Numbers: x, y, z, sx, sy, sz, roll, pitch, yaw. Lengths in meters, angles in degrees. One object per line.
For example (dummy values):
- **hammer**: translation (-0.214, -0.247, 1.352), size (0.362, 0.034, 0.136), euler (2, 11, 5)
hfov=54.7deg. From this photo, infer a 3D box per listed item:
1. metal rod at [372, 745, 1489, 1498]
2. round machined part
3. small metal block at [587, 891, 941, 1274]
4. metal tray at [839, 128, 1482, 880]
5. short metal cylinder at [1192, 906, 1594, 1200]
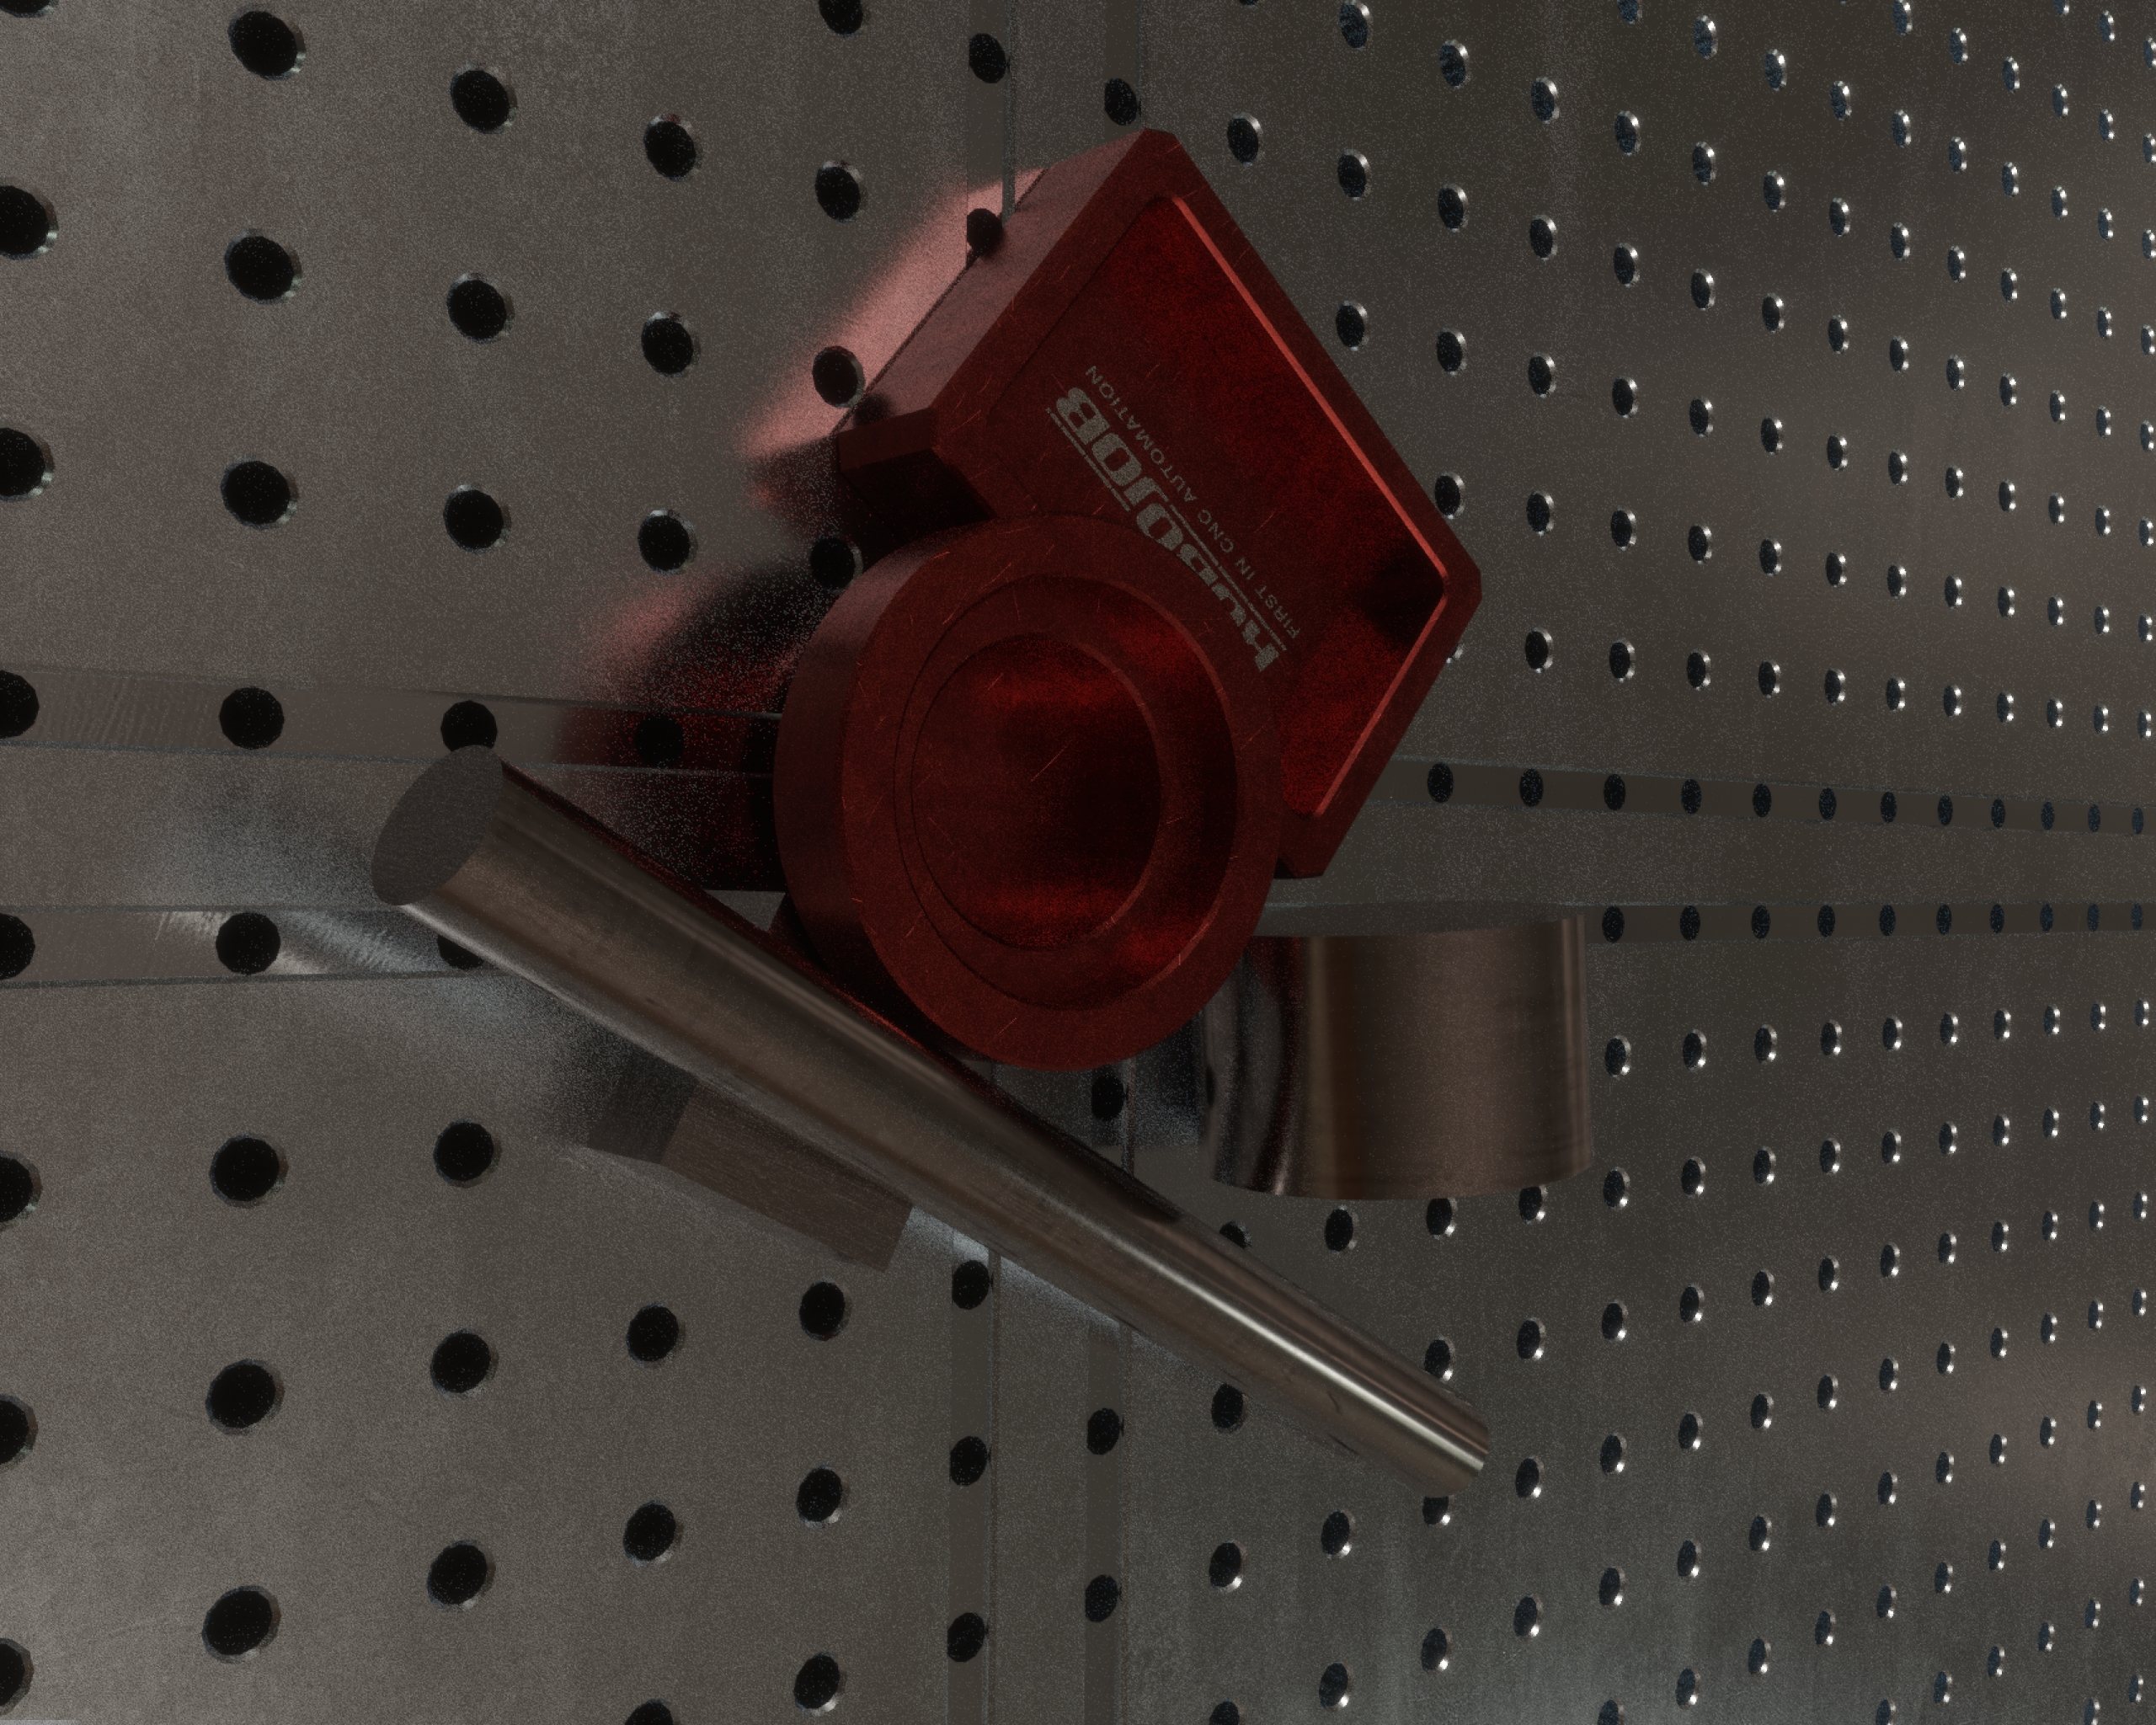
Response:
- **metal rod**: translation (-0.001, 0.065, 0.384), size (0.301, 0.025, 0.025), euler (39, 66, -43)
- **round machined part**: translation (-0.013, -0.012, 0.379), size (0.099, 0.042, 0.097), euler (0, 90, -38)
- **small metal block**: translation (-0.050, 0.039, 0.369), size (0.050, 0.025, 0.050), euler (35, 68, -35)
- **metal tray**: translation (0.023, -0.069, 0.426), size (0.130, 0.030, 0.090), euler (47, 61, -30)
- **short metal cylinder**: translation (0.064, 0.036, 0.428), size (0.081, 0.080, 0.050), euler (-5, 94, -40)
